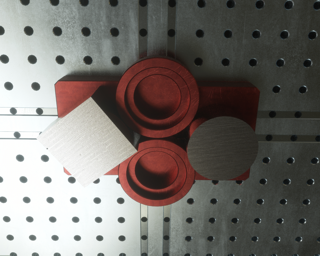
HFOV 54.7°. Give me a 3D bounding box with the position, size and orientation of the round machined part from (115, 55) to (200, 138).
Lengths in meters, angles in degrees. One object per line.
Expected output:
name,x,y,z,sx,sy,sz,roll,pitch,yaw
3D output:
round machined part,-0.003,-0.040,0.380,0.099,0.042,0.097,0,110,0

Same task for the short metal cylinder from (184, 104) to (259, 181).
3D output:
short metal cylinder,0.071,0.016,0.374,0.081,0.050,0.079,0,110,0

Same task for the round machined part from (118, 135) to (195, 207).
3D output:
round machined part,-0.004,0.052,0.414,0.099,0.042,0.097,0,110,0

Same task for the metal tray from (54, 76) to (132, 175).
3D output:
metal tray,-0.083,-0.002,0.409,0.091,0.030,0.129,0,110,-2

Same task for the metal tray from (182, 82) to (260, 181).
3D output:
metal tray,0.076,0.006,0.411,0.091,0.030,0.129,1,110,-1

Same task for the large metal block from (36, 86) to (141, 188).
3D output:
large metal block,-0.081,0.010,0.371,0.080,0.050,0.080,-35,107,12
